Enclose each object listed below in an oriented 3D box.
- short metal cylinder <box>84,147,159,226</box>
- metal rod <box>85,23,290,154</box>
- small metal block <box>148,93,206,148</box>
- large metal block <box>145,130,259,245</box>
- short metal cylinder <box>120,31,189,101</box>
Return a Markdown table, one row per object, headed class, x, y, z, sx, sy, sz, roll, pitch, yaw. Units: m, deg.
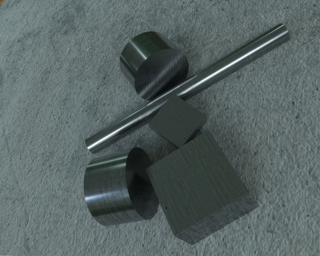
| class | x | y | z | sx | sy | sz | roll | pitch | yaw |
| --- | --- | --- | --- | --- | --- | --- | --- | --- | --- |
| short metal cylinder | -0.041 | 0.066 | 0.349 | 0.050 | 0.080 | 0.080 | -15 | 56 | 20 |
| metal rod | 0.030 | -0.048 | 0.417 | 0.300 | 0.025 | 0.025 | -30 | 52 | 8 |
| small metal block | 0.022 | -0.006 | 0.385 | 0.050 | 0.025 | 0.050 | 37 | 82 | 16 |
| large metal block | 0.043 | 0.063 | 0.327 | 0.080 | 0.050 | 0.080 | -33 | 52 | 7 |
| short metal cylinder | -0.008 | -0.084 | 0.425 | 0.080 | 0.080 | 0.050 | -38 | 51 | 3 |
